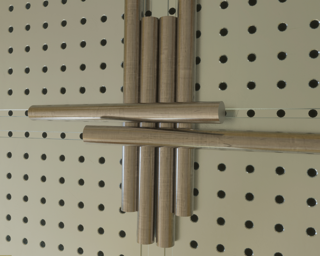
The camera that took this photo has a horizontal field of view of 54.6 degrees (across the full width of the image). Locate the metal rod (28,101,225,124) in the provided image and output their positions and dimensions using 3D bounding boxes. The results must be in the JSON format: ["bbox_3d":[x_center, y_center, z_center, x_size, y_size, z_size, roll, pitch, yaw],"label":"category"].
[{"bbox_3d":[-0.064,-0.020,0.411,0.300,0.025,0.025,1,91,29],"label":"metal rod"}]

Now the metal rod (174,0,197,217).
[{"bbox_3d":[0.033,-0.038,0.400,0.025,0.025,0.298,1,90,20],"label":"metal rod"}]

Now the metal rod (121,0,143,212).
[{"bbox_3d":[-0.038,-0.037,0.426,0.025,0.025,0.298,1,90,20],"label":"metal rod"}]

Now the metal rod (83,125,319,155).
[{"bbox_3d":[0.053,0.013,0.372,0.301,0.025,0.025,2,91,11],"label":"metal rod"}]

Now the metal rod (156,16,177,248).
[{"bbox_3d":[0.009,0.005,0.411,0.025,0.025,0.298,1,90,20],"label":"metal rod"}]

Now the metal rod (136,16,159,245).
[{"bbox_3d":[-0.016,0.004,0.417,0.025,0.025,0.298,1,90,20],"label":"metal rod"}]
